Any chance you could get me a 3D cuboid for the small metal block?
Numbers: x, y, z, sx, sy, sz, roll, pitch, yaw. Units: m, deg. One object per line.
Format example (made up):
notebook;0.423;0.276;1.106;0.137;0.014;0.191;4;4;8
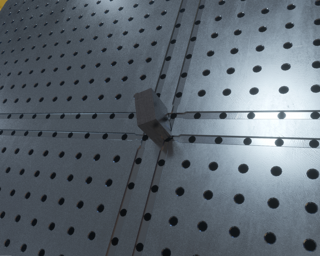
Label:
small metal block;-0.009;-0.016;0.407;0.025;0.050;0.050;-20;54;16
